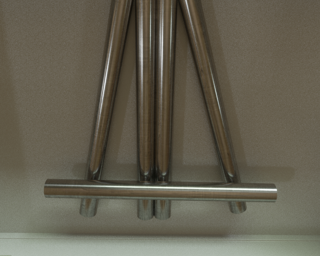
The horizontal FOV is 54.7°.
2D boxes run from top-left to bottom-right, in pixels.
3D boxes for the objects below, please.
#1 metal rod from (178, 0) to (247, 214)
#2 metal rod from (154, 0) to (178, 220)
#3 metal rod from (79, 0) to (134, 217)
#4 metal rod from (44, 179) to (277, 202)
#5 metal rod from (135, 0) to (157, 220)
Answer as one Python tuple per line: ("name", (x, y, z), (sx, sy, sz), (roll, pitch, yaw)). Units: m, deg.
("metal rod", (0.074, -0.017, 0.404), (0.025, 0.025, 0.298), (-15, 110, 5))
("metal rod", (0.006, -0.011, 0.406), (0.025, 0.025, 0.298), (1, 110, 0))
("metal rod", (-0.074, -0.013, 0.404), (0.025, 0.025, 0.298), (11, 110, -4))
("metal rod", (0.001, 0.083, 0.413), (0.302, 0.025, 0.025), (1, 110, -1))
("metal rod", (-0.019, -0.011, 0.406), (0.025, 0.025, 0.298), (1, 110, -1))
